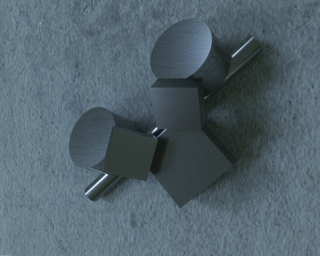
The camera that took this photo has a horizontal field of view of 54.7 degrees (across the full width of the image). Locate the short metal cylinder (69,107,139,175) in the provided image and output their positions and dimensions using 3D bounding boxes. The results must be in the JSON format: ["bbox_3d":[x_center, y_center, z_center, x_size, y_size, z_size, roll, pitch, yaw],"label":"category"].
[{"bbox_3d":[-0.072,0.018,0.406,0.080,0.050,0.080,-14,65,31],"label":"short metal cylinder"}]

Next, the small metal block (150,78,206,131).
[{"bbox_3d":[0.021,-0.026,0.336,0.050,0.025,0.050,2,122,19],"label":"small metal block"}]

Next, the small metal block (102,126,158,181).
[{"bbox_3d":[-0.035,0.029,0.356,0.050,0.025,0.050,14,96,-13],"label":"small metal block"}]

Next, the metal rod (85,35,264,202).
[{"bbox_3d":[0.009,-0.003,0.406,0.299,0.025,0.025,-43,77,14],"label":"metal rod"}]

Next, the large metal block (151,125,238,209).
[{"bbox_3d":[0.035,0.038,0.382,0.080,0.050,0.080,-43,77,14],"label":"large metal block"}]

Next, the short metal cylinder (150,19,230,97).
[{"bbox_3d":[0.036,-0.080,0.368,0.080,0.050,0.080,-14,65,31],"label":"short metal cylinder"}]
